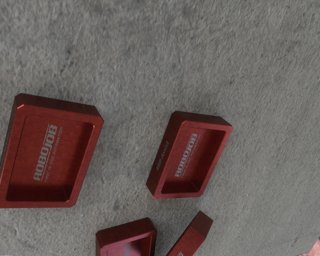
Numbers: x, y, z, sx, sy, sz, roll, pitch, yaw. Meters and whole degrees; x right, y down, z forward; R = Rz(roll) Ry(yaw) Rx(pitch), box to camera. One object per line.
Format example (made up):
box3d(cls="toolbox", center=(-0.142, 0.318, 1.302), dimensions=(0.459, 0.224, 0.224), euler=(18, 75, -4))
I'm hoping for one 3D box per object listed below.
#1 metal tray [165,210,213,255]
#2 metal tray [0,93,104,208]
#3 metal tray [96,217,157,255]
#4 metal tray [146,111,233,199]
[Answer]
box3d(cls="metal tray", center=(0.035, 0.209, 0.522), dimensions=(0.129, 0.030, 0.090), euler=(-56, 167, 12))
box3d(cls="metal tray", center=(-0.128, 0.032, 0.353), dimensions=(0.091, 0.030, 0.129), euler=(9, 114, -33))
box3d(cls="metal tray", center=(-0.056, 0.213, 0.505), dimensions=(0.091, 0.030, 0.129), euler=(-9, 122, -24))
box3d(cls="metal tray", center=(0.042, 0.043, 0.454), dimensions=(0.091, 0.030, 0.129), euler=(6, 116, -31))
